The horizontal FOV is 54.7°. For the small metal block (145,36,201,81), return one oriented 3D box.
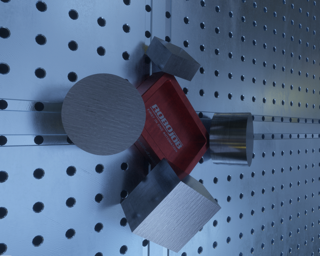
[{"bbox_3d":[0.017,-0.090,0.403,0.050,0.050,0.025,11,121,-39],"label":"small metal block"}]

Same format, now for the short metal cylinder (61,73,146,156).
[{"bbox_3d":[-0.059,-0.013,0.324,0.081,0.050,0.079,0,91,-15],"label":"short metal cylinder"}]

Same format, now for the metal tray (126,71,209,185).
[{"bbox_3d":[0.010,0.001,0.413,0.090,0.030,0.130,-49,119,-29],"label":"metal tray"}]

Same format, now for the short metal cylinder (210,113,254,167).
[{"bbox_3d":[0.109,0.017,0.464,0.080,0.050,0.079,0,90,-66],"label":"short metal cylinder"}]

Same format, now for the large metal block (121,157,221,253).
[{"bbox_3d":[0.013,0.096,0.382,0.080,0.050,0.080,-48,124,6],"label":"large metal block"}]
